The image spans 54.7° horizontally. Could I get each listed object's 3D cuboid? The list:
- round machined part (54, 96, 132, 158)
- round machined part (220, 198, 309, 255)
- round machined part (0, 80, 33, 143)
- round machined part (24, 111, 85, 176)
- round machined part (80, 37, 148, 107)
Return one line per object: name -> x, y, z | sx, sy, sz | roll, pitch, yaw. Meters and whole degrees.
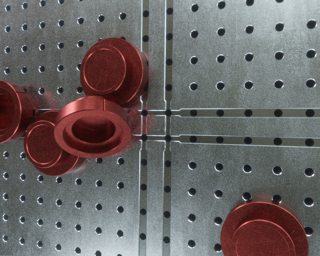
round machined part -> -0.088, -0.005, 0.414 | 0.098, 0.098, 0.042 | -26, 47, 18
round machined part -> 0.120, 0.135, 0.361 | 0.098, 0.042, 0.097 | 0, 90, 19
round machined part -> -0.242, -0.025, 0.487 | 0.098, 0.042, 0.097 | 0, 90, 19
round machined part -> -0.160, 0.023, 0.458 | 0.098, 0.042, 0.097 | 0, 90, 19
round machined part -> -0.069, -0.076, 0.427 | 0.098, 0.042, 0.097 | 0, 90, 19
